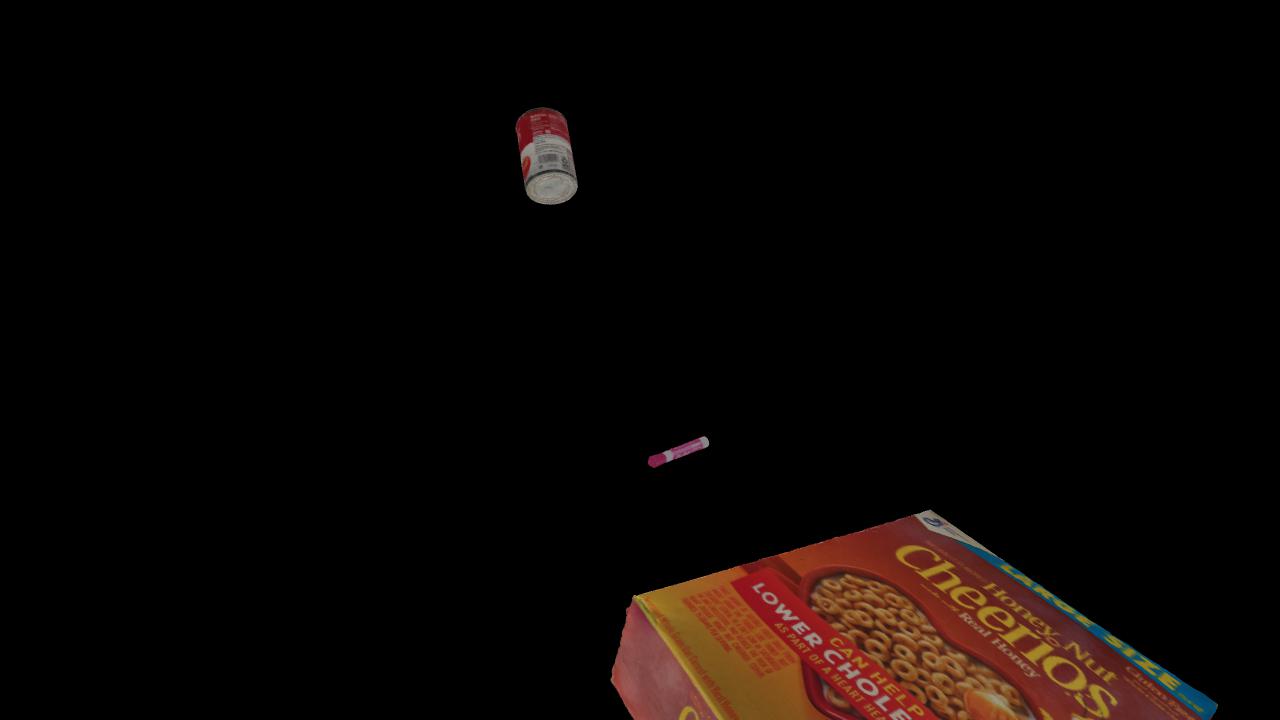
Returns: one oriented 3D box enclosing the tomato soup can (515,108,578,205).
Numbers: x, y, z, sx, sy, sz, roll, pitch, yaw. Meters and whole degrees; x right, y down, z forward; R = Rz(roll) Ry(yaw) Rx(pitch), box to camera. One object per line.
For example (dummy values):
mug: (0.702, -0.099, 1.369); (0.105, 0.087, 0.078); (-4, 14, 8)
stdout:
tomato soup can: (-0.118, -0.257, 0.781); (0.068, 0.101, 0.068); (-11, -20, -4)

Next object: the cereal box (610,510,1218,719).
cereal box: (0.164, 0.199, 0.370); (0.306, 0.081, 0.203); (-3, 26, -33)

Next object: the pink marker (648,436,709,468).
pink marker: (0.061, 0.145, 0.970); (0.121, 0.020, 0.020); (-14, 9, -38)
